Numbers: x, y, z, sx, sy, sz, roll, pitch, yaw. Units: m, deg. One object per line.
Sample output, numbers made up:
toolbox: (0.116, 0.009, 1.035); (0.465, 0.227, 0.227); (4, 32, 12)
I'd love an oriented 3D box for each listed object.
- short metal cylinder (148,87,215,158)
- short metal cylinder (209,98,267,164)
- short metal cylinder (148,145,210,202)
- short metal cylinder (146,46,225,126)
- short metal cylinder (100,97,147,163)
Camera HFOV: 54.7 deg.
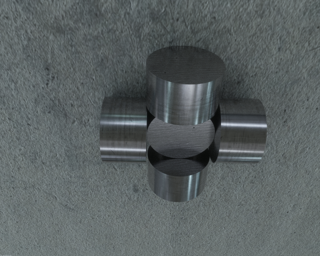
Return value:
short metal cylinder: (0.025, -0.008, 0.386); (0.081, 0.050, 0.079); (0, 130, 0)
short metal cylinder: (0.090, 0.003, 0.377); (0.050, 0.080, 0.079); (2, 130, -2)
short metal cylinder: (0.024, 0.052, 0.417); (0.081, 0.080, 0.050); (0, 130, -1)
short metal cylinder: (0.025, -0.047, 0.332); (0.081, 0.080, 0.050); (1, 130, -2)
short metal cylinder: (-0.041, 0.002, 0.375); (0.050, 0.080, 0.079); (2, 130, -2)
